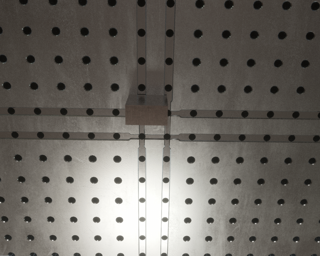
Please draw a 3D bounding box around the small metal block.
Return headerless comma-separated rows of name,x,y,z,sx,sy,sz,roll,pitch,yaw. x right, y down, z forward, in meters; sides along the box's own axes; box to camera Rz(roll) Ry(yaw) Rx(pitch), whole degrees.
small metal block,-0.016,-0.024,0.391,0.050,0.050,0.025,1,110,-1
